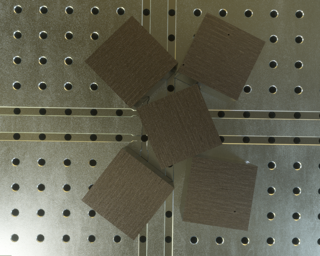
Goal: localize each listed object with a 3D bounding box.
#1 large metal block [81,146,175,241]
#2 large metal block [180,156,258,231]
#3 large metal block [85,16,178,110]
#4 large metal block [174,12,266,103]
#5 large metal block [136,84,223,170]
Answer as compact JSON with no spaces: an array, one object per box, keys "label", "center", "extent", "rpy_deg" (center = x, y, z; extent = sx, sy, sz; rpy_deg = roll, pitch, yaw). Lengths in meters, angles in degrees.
[{"label":"large metal block","center":[-0.039,0.080,0.399],"extent":[0.080,0.050,0.080],"rpy_deg":[38,90,0]},{"label":"large metal block","center":[0.073,0.080,0.401],"extent":[0.080,0.050,0.080],"rpy_deg":[9,90,-1]},{"label":"large metal block","center":[-0.034,-0.080,0.400],"extent":[0.080,0.050,0.080],"rpy_deg":[-44,90,0]},{"label":"large metal block","center":[0.074,-0.087,0.400],"extent":[0.080,0.050,0.080],"rpy_deg":[26,90,-3]},{"label":"large metal block","center":[0.024,-0.002,0.400],"extent":[0.080,0.050,0.080],"rpy_deg":[-23,90,0]}]
